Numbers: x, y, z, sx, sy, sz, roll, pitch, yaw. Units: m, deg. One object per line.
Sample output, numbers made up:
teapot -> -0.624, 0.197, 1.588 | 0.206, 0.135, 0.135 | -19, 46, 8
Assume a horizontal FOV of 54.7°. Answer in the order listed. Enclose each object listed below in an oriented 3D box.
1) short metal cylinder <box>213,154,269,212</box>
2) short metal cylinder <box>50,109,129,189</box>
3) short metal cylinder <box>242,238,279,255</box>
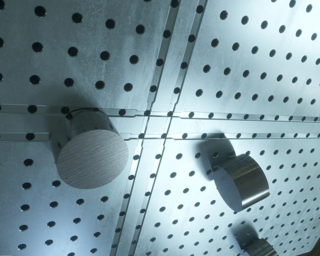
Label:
short metal cylinder -> 0.129, 0.088, 0.500 | 0.050, 0.080, 0.080 | -22, 127, -15
short metal cylinder -> -0.084, 0.025, 0.365 | 0.081, 0.050, 0.079 | -14, 124, -21
short metal cylinder -> 0.225, 0.290, 0.678 | 0.050, 0.080, 0.080 | -28, 128, -11
